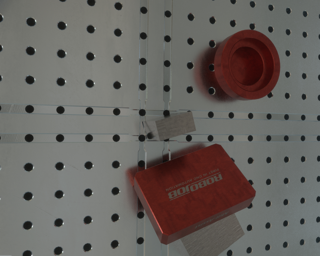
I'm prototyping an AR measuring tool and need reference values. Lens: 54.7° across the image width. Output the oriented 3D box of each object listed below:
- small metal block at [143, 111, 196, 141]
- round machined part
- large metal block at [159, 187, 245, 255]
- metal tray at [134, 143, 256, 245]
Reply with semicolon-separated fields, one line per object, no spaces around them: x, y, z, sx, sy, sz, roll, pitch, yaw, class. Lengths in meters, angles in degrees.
0.011;-0.003;0.405;0.050;0.050;0.025;-15;96;-20;small metal block
0.121;-0.088;0.450;0.099;0.042;0.097;0;90;-21;round machined part
0.055;0.127;0.421;0.080;0.050;0.080;-31;101;-18;large metal block
0.043;0.079;0.398;0.131;0.030;0.090;-18;53;-20;metal tray
